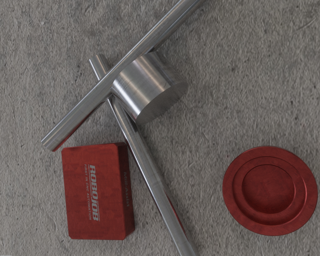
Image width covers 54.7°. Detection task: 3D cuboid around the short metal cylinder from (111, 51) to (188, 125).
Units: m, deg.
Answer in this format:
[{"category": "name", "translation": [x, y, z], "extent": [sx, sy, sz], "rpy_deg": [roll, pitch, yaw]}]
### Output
[{"category": "short metal cylinder", "translation": [-0.012, -0.048, 0.384], "extent": [0.080, 0.080, 0.050], "rpy_deg": [-41, 77, 15]}]

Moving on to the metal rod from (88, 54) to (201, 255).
[{"category": "metal rod", "translation": [-0.025, 0.035, 0.417], "extent": [0.025, 0.025, 0.299], "rpy_deg": [-29, 81, 17]}]

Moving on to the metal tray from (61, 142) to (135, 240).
[{"category": "metal tray", "translation": [-0.088, 0.088, 0.437], "extent": [0.090, 0.030, 0.129], "rpy_deg": [-6, 88, 19]}]

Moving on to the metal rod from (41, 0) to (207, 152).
[{"category": "metal rod", "translation": [-0.043, -0.080, 0.402], "extent": [0.300, 0.025, 0.025], "rpy_deg": [-44, 76, 6]}]

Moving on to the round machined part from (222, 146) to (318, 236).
[{"category": "round machined part", "translation": [0.124, 0.069, 0.356], "extent": [0.098, 0.042, 0.097], "rpy_deg": [0, 90, 20]}]
